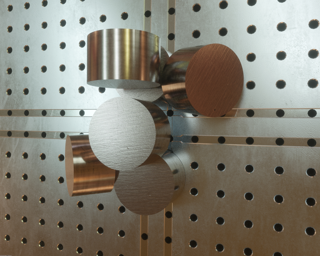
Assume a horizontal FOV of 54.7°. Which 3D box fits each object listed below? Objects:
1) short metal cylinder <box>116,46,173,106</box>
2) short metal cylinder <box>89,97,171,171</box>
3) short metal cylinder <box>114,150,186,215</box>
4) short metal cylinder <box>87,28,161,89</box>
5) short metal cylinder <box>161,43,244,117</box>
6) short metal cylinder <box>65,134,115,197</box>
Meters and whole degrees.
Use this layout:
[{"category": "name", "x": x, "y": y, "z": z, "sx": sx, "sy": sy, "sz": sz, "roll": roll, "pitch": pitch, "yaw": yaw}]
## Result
[{"category": "short metal cylinder", "x": -0.015, "y": -0.069, "z": 0.404, "sx": 0.080, "sy": 0.050, "sz": 0.079, "roll": 0, "pitch": 91, "yaw": 20}, {"category": "short metal cylinder", "x": -0.033, "y": 0.006, "z": 0.357, "sx": 0.080, "sy": 0.050, "sz": 0.079, "roll": 0, "pitch": 90, "yaw": 20}, {"category": "short metal cylinder", "x": -0.012, "y": 0.067, "z": 0.403, "sx": 0.080, "sy": 0.050, "sz": 0.079, "roll": 0, "pitch": 91, "yaw": 19}, {"category": "short metal cylinder", "x": -0.040, "y": -0.073, "z": 0.343, "sx": 0.080, "sy": 0.080, "sz": 0.050, "roll": 1, "pitch": 90, "yaw": 20}, {"category": "short metal cylinder", "x": 0.049, "y": -0.055, "z": 0.359, "sx": 0.050, "sy": 0.081, "sz": 0.079, "roll": 16, "pitch": 97, "yaw": 60}, {"category": "short metal cylinder", "x": -0.095, "y": 0.048, "z": 0.411, "sx": 0.050, "sy": 0.080, "sz": 0.080, "roll": -2, "pitch": 89, "yaw": -24}]
